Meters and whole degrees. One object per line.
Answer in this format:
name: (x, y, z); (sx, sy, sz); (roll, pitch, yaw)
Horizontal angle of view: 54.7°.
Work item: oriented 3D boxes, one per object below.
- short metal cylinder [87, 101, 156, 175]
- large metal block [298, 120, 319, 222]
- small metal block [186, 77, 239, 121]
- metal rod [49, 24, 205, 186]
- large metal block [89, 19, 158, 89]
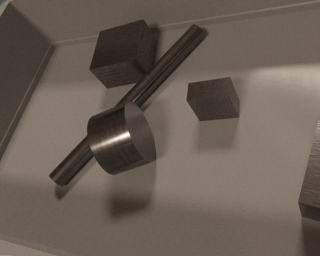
short metal cylinder: (-0.046, 0.012, 0.385); (0.050, 0.080, 0.080); (-21, 54, 15)
large metal block: (0.174, 0.046, 0.270); (0.080, 0.050, 0.080); (11, 67, 32)
small metal block: (0.066, -0.033, 0.375); (0.050, 0.050, 0.025); (-5, 60, 25)
metal rod: (-0.044, -0.036, 0.449); (0.300, 0.025, 0.025); (-47, 52, -6)
large metal block: (-0.055, -0.115, 0.487); (0.080, 0.050, 0.080); (-7, 59, 24)
